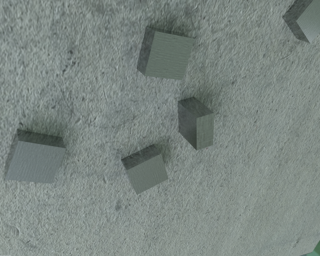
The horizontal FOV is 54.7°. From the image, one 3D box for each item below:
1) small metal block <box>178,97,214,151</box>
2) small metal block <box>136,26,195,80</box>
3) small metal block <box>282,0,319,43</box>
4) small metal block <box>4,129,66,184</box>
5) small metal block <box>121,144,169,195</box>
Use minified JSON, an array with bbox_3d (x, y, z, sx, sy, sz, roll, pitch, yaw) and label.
[{"bbox_3d":[0.047,-0.007,0.412,0.025,0.050,0.050,-17,126,-19],"label":"small metal block"},{"bbox_3d":[0.006,-0.085,0.357,0.050,0.025,0.050,1,118,-29],"label":"small metal block"},{"bbox_3d":[0.203,-0.154,0.423,0.050,0.025,0.050,32,101,-38],"label":"small metal block"},{"bbox_3d":[-0.141,0.033,0.350,0.050,0.025,0.050,14,111,-34],"label":"small metal block"},{"bbox_3d":[-0.021,0.058,0.431,0.050,0.025,0.050,-25,128,-13],"label":"small metal block"}]
